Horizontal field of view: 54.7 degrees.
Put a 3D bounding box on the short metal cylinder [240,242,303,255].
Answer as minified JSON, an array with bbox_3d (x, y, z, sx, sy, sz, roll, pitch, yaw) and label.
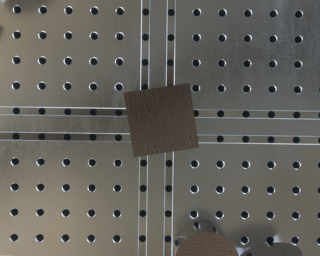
[{"bbox_3d":[0.143,0.186,0.387,0.080,0.080,0.050,-17,90,0],"label":"short metal cylinder"}]

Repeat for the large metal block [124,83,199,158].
[{"bbox_3d":[0.002,-0.010,0.401,0.080,0.050,0.080,-9,90,0],"label":"large metal block"}]

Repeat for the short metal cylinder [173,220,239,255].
[{"bbox_3d":[0.057,0.166,0.401,0.081,0.050,0.080,0,90,0],"label":"short metal cylinder"}]
